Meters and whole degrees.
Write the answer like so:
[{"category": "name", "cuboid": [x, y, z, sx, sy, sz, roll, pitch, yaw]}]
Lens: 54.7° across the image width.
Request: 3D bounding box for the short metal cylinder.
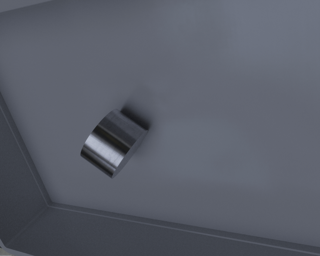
[{"category": "short metal cylinder", "cuboid": [-0.060, 0.021, 0.416, 0.050, 0.080, 0.079, 35, 129, 4]}]
